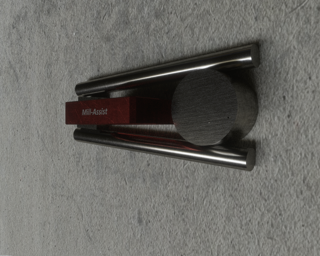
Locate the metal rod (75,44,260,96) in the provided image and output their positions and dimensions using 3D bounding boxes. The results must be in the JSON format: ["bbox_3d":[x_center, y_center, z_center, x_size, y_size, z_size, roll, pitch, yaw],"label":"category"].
[{"bbox_3d":[-0.015,-0.069,0.419,0.300,0.025,0.025,-3,88,40],"label":"metal rod"}]

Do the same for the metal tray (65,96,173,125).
[{"bbox_3d":[-0.049,-0.019,0.403,0.130,0.091,0.030,0,90,40],"label":"metal tray"}]

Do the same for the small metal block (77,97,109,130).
[{"bbox_3d":[-0.106,-0.024,0.495,0.050,0.025,0.050,6,94,40],"label":"small metal block"}]

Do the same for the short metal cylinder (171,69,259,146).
[{"bbox_3d":[0.060,-0.022,0.340,0.080,0.050,0.079,0,90,40],"label":"short metal cylinder"}]

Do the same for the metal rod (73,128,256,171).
[{"bbox_3d":[-0.019,0.022,0.422,0.300,0.025,0.025,6,94,39],"label":"metal rod"}]
